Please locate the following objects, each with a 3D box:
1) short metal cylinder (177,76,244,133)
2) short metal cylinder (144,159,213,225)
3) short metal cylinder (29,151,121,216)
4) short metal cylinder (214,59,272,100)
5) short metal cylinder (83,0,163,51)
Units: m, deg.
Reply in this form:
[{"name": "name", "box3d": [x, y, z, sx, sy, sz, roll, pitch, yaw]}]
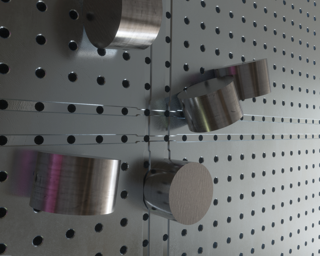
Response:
[{"name": "short metal cylinder", "box3d": [0.071, -0.034, 0.432, 0.081, 0.080, 0.050, -33, 111, -35]}, {"name": "short metal cylinder", "box3d": [0.025, 0.083, 0.414, 0.081, 0.050, 0.079, 0, 90, -40]}, {"name": "short metal cylinder", "box3d": [-0.082, 0.052, 0.305, 0.081, 0.080, 0.050, 11, 83, -40]}, {"name": "short metal cylinder", "box3d": [0.128, -0.075, 0.480, 0.081, 0.080, 0.050, -20, 103, -38]}, {"name": "short metal cylinder", "box3d": [-0.042, -0.126, 0.337, 0.050, 0.080, 0.079, -9, 96, -40]}]
